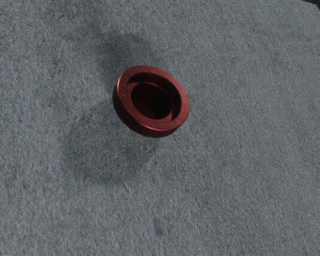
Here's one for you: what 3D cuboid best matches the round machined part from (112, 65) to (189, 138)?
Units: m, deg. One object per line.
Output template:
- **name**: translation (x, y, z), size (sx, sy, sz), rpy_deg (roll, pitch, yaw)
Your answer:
- **round machined part**: translation (-0.015, -0.030, 0.405), size (0.099, 0.042, 0.098), rpy_deg (14, 56, -21)
